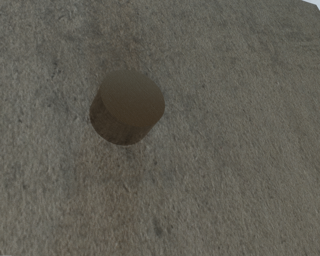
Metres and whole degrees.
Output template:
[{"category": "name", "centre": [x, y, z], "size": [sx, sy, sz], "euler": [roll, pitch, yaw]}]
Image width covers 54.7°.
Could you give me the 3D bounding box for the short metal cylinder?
[{"category": "short metal cylinder", "centre": [-0.041, -0.025, 0.382], "size": [0.081, 0.050, 0.080], "euler": [14, 56, -21]}]
